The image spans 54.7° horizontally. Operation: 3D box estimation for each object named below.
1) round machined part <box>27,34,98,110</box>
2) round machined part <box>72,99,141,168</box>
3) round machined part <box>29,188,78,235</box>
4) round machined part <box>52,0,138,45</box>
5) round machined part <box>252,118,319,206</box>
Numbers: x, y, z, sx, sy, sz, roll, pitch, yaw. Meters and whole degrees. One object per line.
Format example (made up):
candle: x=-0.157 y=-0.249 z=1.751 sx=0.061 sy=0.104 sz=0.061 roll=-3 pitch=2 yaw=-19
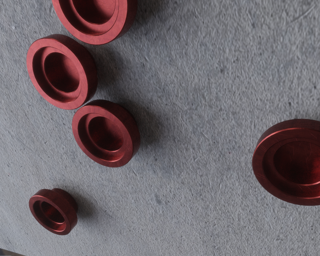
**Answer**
round machined part: x=-0.124 y=-0.077 z=0.414 sx=0.098 sy=0.042 sz=0.097 roll=13 pitch=124 yaw=21
round machined part: x=-0.071 y=0.004 z=0.436 sx=0.098 sy=0.042 sz=0.097 roll=13 pitch=124 yaw=21
round machined part: x=-0.199 y=0.156 z=0.597 sx=0.098 sy=0.042 sz=0.097 roll=13 pitch=124 yaw=21
round machined part: x=-0.068 y=-0.145 z=0.342 sx=0.098 sy=0.042 sz=0.097 roll=13 pitch=124 yaw=21
round machined part: x=0.154 y=0.033 z=0.335 sx=0.098 sy=0.042 sz=0.097 roll=13 pitch=124 yaw=21
